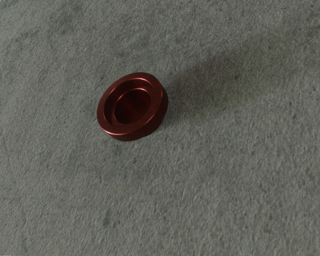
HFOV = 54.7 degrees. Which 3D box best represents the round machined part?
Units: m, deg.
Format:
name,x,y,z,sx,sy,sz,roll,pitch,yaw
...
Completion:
name,x,y,z,sx,sy,sz,roll,pitch,yaw
round machined part,-0.033,-0.025,0.424,0.098,0.042,0.098,-13,56,20
